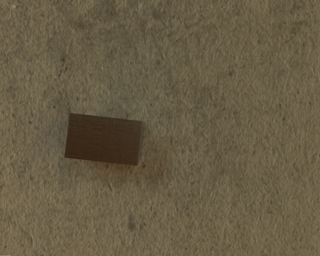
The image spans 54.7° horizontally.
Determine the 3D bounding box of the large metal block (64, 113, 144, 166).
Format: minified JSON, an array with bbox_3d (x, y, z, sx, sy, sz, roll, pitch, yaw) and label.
[{"bbox_3d":[-0.063,0.012,0.382,0.081,0.080,0.050,6,90,-1],"label":"large metal block"}]
